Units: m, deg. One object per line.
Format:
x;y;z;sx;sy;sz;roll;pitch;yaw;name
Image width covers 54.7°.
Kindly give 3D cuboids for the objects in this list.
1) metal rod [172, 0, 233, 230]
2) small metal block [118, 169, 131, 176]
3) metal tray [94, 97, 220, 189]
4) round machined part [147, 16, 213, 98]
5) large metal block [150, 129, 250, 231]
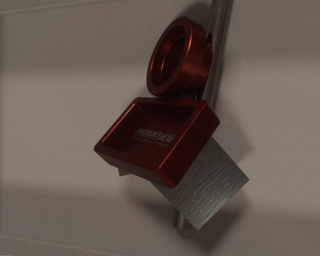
0.053;-0.020;0.391;0.025;0.025;0.298;11;94;19;metal rod
-0.022;0.042;0.404;0.050;0.050;0.025;-14;86;19;small metal block
-0.009;0.009;0.344;0.130;0.030;0.090;9;56;52;metal tray
0.026;-0.079;0.373;0.098;0.042;0.098;-41;40;46;round machined part
0.039;0.053;0.356;0.080;0.050;0.080;-43;102;-5;large metal block
